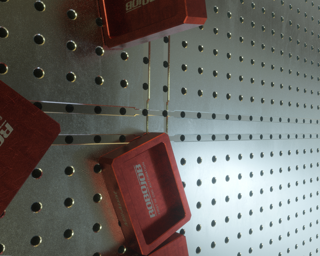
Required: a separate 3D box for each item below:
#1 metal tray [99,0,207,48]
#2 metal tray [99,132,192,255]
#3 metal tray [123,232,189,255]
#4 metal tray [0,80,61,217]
[{"bbox_3d":[-0.015,-0.141,0.328,0.030,0.130,0.089,-15,100,-43],"label":"metal tray"},{"bbox_3d":[-0.014,0.080,0.395,0.091,0.030,0.129,-27,107,-37],"label":"metal tray"},{"bbox_3d":[-0.017,0.200,0.395,0.131,0.030,0.089,-16,101,-39],"label":"metal tray"},{"bbox_3d":[-0.162,0.025,0.271,0.090,0.030,0.130,44,64,-32],"label":"metal tray"}]
